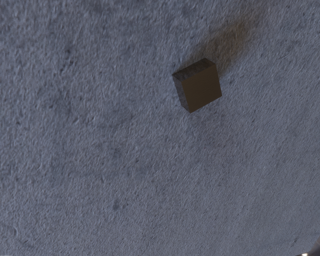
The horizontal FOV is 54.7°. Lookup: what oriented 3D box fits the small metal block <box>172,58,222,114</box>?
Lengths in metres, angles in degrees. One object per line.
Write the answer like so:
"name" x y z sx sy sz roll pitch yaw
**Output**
"small metal block" 0.049 -0.055 0.401 0.050 0.025 0.050 -29 129 -10
